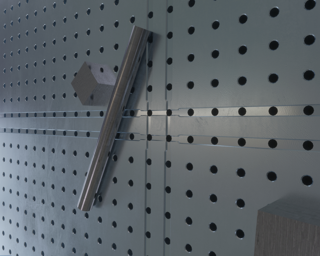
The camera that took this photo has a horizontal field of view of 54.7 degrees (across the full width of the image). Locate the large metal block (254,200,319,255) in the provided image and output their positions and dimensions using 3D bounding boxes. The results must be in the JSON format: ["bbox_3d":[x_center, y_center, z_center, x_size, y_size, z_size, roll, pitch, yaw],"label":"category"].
[{"bbox_3d":[0.135,0.119,0.282,0.080,0.050,0.079,6,94,39],"label":"large metal block"}]

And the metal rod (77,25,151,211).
[{"bbox_3d":[-0.074,-0.004,0.470,0.025,0.025,0.298,32,110,35],"label":"metal rod"}]

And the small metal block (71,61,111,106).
[{"bbox_3d":[-0.113,-0.071,0.503,0.050,0.025,0.050,-47,62,29],"label":"small metal block"}]
